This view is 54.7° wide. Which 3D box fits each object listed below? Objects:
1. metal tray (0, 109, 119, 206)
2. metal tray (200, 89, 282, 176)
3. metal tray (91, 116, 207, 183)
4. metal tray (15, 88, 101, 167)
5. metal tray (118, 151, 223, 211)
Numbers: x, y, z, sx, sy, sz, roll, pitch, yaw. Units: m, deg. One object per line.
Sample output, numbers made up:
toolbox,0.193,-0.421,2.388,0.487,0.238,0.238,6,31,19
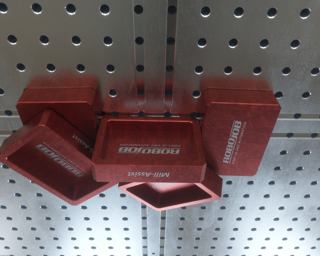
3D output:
metal tray,-0.127,0.044,0.403,0.090,0.030,0.130,-31,125,23
metal tray,0.097,0.011,0.418,0.091,0.030,0.129,2,130,-3
metal tray,-0.013,0.024,0.388,0.131,0.090,0.030,1,130,-2
metal tray,-0.125,0.009,0.414,0.091,0.030,0.129,-1,131,0
metal tray,0.013,0.082,0.454,0.130,0.030,0.090,-24,129,40
